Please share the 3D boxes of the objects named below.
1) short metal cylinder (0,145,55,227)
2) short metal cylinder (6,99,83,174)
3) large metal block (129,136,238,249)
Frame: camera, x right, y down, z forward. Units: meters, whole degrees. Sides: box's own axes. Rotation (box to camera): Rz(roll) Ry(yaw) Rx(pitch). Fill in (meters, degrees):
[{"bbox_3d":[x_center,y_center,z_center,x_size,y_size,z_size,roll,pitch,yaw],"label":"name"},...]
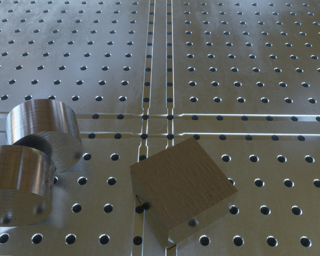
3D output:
[{"bbox_3d":[-0.152,0.061,0.319,0.081,0.080,0.050,-7,51,-6],"label":"short metal cylinder"},{"bbox_3d":[-0.135,0.012,0.360,0.081,0.080,0.050,-14,52,-12],"label":"short metal cylinder"},{"bbox_3d":[0.023,0.067,0.335,0.081,0.050,0.080,-24,54,-19],"label":"large metal block"}]
